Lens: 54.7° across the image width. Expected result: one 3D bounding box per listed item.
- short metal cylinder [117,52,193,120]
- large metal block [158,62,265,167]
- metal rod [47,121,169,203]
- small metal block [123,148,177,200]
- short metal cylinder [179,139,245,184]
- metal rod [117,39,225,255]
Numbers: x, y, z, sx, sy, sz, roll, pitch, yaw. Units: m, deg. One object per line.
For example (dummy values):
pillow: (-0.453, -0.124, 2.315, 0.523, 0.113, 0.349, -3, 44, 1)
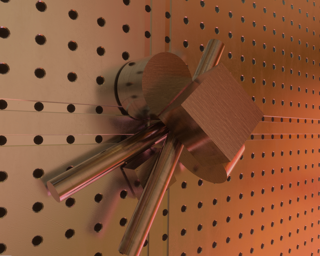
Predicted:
short metal cylinder: (-0.005, -0.050, 0.384, 0.081, 0.050, 0.079, 0, 90, -40)
large metal block: (0.060, -0.014, 0.356, 0.080, 0.050, 0.080, 48, 61, -10)
metal rod: (-0.002, 0.005, 0.403, 0.302, 0.025, 0.025, -29, 109, -36)
small metal block: (-0.012, 0.059, 0.395, 0.050, 0.025, 0.050, -35, 112, -35)
short metal cylinder: (0.068, 0.031, 0.427, 0.050, 0.080, 0.080, -50, 120, -27)
metal rod: (0.022, 0.011, 0.391, 0.025, 0.025, 0.300, 38, 67, -34)
